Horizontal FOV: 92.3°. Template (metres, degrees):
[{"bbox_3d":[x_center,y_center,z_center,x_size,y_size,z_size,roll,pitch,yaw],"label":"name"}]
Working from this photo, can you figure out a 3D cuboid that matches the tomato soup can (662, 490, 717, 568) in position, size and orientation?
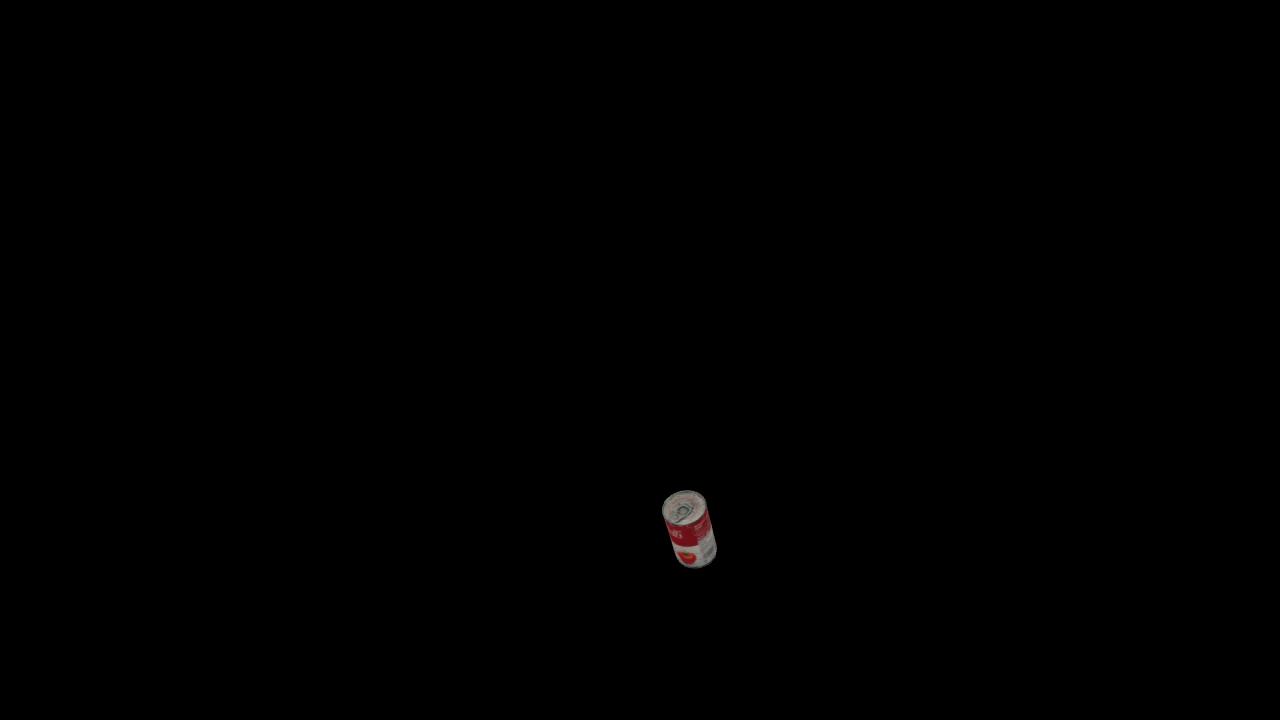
[{"bbox_3d":[0.076,0.256,0.927,0.068,0.101,0.068,-12,33,8],"label":"tomato soup can"}]
